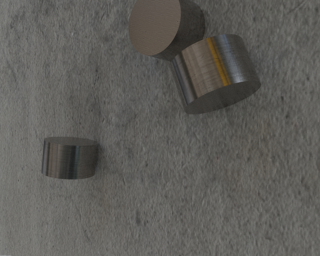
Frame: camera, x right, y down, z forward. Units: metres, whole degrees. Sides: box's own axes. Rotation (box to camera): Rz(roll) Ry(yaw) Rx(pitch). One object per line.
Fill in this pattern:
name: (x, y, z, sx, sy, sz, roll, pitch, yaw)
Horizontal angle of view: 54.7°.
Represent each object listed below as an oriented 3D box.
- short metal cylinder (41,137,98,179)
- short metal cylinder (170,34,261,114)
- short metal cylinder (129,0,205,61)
short metal cylinder: (-0.140, 0.045, 0.482, 0.080, 0.081, 0.050, 11, 97, 39)
short metal cylinder: (0.056, -0.053, 0.321, 0.080, 0.081, 0.050, -27, 73, 36)
short metal cylinder: (0.008, -0.125, 0.381, 0.080, 0.050, 0.079, 0, 90, 39)
